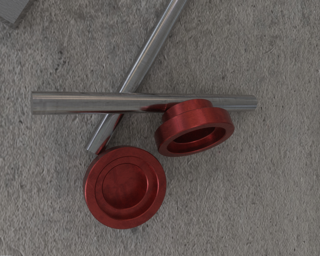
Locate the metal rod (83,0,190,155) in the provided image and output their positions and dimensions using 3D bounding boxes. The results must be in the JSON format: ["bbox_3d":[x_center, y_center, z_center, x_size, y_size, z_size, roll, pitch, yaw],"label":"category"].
[{"bbox_3d":[-0.013,-0.100,0.404,0.025,0.025,0.299,31,80,-18],"label":"metal rod"}]

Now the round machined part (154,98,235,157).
[{"bbox_3d":[0.040,-0.002,0.392,0.099,0.097,0.042,-7,65,-20],"label":"round machined part"}]

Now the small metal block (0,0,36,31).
[{"bbox_3d":[-0.173,-0.147,0.345,0.050,0.025,0.050,31,80,-18],"label":"small metal block"}]

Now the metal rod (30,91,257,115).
[{"bbox_3d":[0.002,-0.031,0.388,0.303,0.025,0.025,-2,91,-28],"label":"metal rod"}]

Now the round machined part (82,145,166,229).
[{"bbox_3d":[-0.045,0.070,0.382,0.099,0.042,0.097,-1,93,-22],"label":"round machined part"}]
